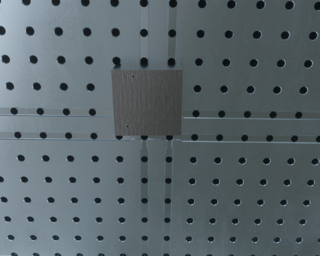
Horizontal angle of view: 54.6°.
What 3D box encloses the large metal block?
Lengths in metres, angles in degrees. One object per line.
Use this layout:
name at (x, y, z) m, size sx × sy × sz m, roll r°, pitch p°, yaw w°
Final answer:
large metal block at (-0.015, -0.037, 0.386) m, size 0.080 × 0.050 × 0.079 m, roll 0°, pitch 110°, yaw 0°
